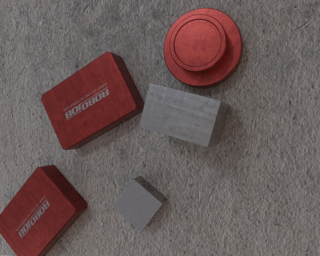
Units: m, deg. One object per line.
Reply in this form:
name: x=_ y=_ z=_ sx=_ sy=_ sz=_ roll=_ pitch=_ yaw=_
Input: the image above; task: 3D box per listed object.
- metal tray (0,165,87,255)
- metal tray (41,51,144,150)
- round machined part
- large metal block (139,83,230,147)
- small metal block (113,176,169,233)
metal tray: x=-0.182 y=0.131 z=0.469 sx=0.090 sy=0.030 sz=0.130 roll=44 pitch=103 yaw=14
metal tray: x=-0.097 y=-0.036 z=0.439 sx=0.130 sy=0.030 sz=0.090 roll=-29 pitch=81 yaw=17
round machined part: x=0.050 y=-0.100 z=0.382 sx=0.098 sy=0.042 sz=0.097 roll=0 pitch=90 yaw=19
large metal block: x=0.033 y=-0.015 z=0.368 sx=0.080 sy=0.080 sz=0.050 roll=17 pitch=96 yaw=19
small metal block: x=-0.026 y=0.102 z=0.417 sx=0.050 sy=0.025 sz=0.050 roll=38 pitch=102 yaw=15
